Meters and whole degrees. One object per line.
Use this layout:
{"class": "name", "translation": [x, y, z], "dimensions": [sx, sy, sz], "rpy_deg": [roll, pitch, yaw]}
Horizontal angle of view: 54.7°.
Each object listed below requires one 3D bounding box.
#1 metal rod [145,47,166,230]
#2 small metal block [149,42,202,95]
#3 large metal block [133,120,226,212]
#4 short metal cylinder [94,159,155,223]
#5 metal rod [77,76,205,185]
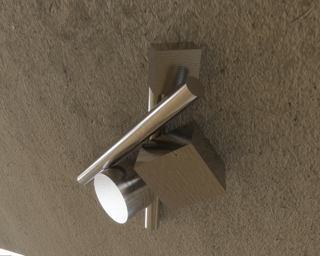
{"class": "metal rod", "translation": [-0.007, 0.035, 0.433], "dimensions": [0.025, 0.025, 0.298], "rpy_deg": [16, 125, 19]}
{"class": "small metal block", "translation": [0.016, -0.066, 0.343], "dimensions": [0.050, 0.025, 0.050], "rpy_deg": [-6, 123, -14]}
{"class": "large metal block", "translation": [0.027, 0.049, 0.389], "dimensions": [0.080, 0.050, 0.080], "rpy_deg": [-26, 114, 24]}
{"class": "short metal cylinder", "translation": [-0.054, 0.093, 0.462], "dimensions": [0.080, 0.050, 0.079], "rpy_deg": [27, 129, 39]}
{"class": "metal rod", "translation": [-0.047, 0.022, 0.424], "dimensions": [0.025, 0.025, 0.299], "rpy_deg": [47, 136, -5]}
